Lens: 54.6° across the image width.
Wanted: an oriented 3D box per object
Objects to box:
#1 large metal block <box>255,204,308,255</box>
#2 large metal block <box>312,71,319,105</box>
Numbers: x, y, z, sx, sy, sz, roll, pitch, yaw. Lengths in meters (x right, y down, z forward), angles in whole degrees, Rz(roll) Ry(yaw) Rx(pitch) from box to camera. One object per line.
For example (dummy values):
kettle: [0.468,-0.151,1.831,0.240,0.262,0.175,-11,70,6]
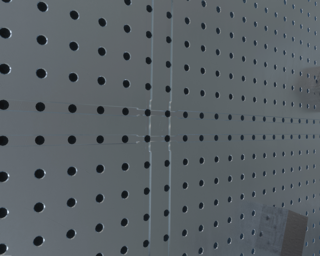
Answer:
large metal block: [0.231,0.196,0.585,0.080,0.050,0.080,26,74,-37]
large metal block: [0.413,-0.095,0.736,0.080,0.050,0.080,50,61,-28]
